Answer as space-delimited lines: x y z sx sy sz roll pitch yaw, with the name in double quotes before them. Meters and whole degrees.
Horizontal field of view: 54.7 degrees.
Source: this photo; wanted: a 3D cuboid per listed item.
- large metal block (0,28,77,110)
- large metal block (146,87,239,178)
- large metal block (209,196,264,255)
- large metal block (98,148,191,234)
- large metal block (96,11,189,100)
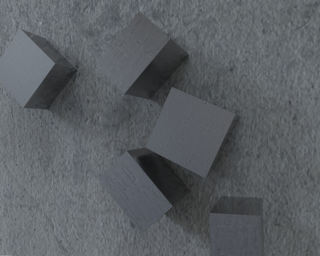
"large metal block" -0.186 -0.085 0.460 0.080 0.050 0.080 44 103 14
"large metal block" 0.041 0.004 0.381 0.080 0.050 0.080 26 98 17
"large metal block" 0.089 0.126 0.348 0.050 0.080 0.079 -2 89 20
"large metal block" -0.016 0.071 0.384 0.050 0.080 0.080 -45 77 14
"large metal block" -0.018 -0.085 0.385 0.050 0.080 0.080 45 104 14
